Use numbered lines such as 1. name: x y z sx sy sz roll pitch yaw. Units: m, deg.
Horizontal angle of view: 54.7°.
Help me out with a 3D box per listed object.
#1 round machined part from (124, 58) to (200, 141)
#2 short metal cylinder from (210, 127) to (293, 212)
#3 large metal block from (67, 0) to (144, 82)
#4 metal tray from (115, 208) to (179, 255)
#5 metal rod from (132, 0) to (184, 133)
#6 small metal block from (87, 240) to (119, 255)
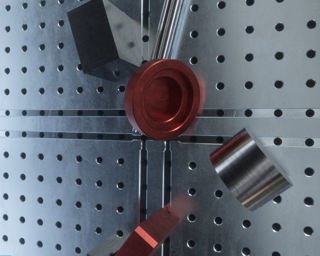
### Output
1. round machined part: -0.001 -0.036 0.383 0.042 0.099 0.097 21 98 53
2. short metal cylinder: 0.101 0.046 0.347 0.050 0.080 0.080 -40 78 15
3. large metal block: -0.067 -0.111 0.406 0.050 0.080 0.080 -19 84 19
4. metal tray: -0.036 0.168 0.389 0.030 0.090 0.129 39 102 15
5. metal rod: 0.012 -0.138 0.407 0.025 0.025 0.298 16 95 19
6. small metal block: -0.084 0.192 0.428 0.025 0.050 0.050 21 97 18
